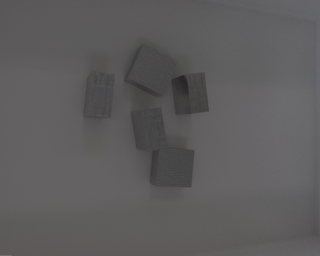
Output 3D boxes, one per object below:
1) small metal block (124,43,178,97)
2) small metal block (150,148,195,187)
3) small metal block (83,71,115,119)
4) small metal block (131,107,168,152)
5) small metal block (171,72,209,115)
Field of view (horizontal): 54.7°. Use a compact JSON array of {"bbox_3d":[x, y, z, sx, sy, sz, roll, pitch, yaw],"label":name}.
[{"bbox_3d":[-0.012,-0.075,0.406,0.050,0.025,0.050,25,82,-18],"label":"small metal block"},{"bbox_3d":[0.016,0.052,0.416,0.050,0.025,0.050,6,88,-20],"label":"small metal block"},{"bbox_3d":[-0.074,-0.037,0.370,0.025,0.050,0.050,6,88,-20],"label":"small metal block"},{"bbox_3d":[-0.015,0.001,0.392,0.025,0.050,0.050,-10,94,-20],"label":"small metal block"},{"bbox_3d":[0.039,-0.044,0.411,0.025,0.050,0.050,-8,93,-20],"label":"small metal block"}]
